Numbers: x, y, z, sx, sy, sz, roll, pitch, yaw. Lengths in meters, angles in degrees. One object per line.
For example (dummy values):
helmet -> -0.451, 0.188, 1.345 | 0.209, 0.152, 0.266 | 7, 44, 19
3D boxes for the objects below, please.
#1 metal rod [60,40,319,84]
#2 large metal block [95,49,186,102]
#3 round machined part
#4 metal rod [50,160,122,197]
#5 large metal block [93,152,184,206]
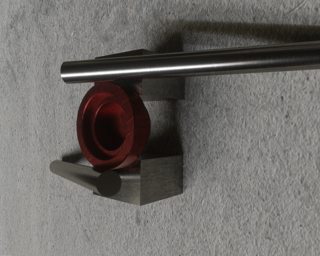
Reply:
metal rod -> 0.040, -0.063, 0.302 | 0.301, 0.025, 0.025 | 0, 90, 17
large metal block -> -0.024, -0.061, 0.388 | 0.080, 0.081, 0.050 | 2, 91, 39
round machined part -> -0.049, -0.002, 0.357 | 0.098, 0.042, 0.097 | 0, 90, 39
metal rod -> -0.118, 0.062, 0.429 | 0.299, 0.025, 0.025 | -7, 85, 62
large metal block -> -0.026, 0.058, 0.390 | 0.080, 0.081, 0.050 | 2, 91, 39
